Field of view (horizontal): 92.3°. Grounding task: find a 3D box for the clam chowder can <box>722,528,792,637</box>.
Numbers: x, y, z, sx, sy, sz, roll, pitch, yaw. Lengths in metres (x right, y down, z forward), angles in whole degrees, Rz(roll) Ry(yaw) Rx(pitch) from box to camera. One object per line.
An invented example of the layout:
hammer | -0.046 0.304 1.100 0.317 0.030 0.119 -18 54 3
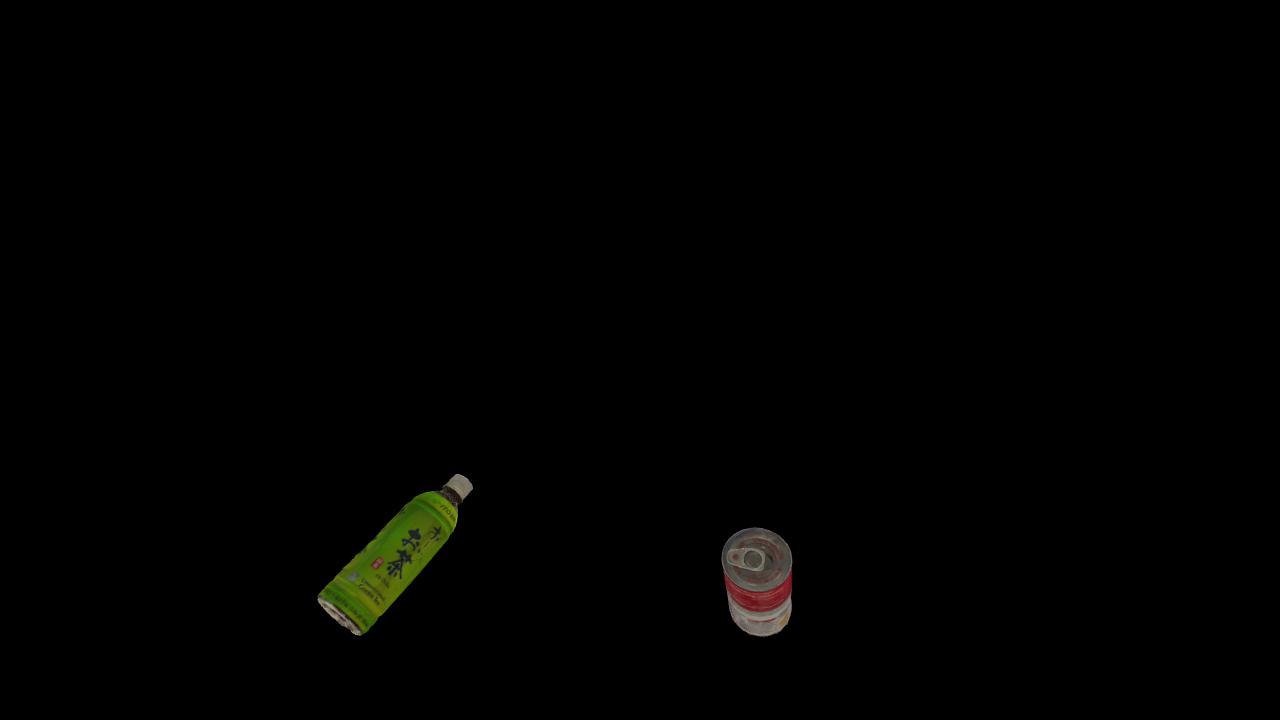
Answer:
clam chowder can | 0.120 0.227 0.623 0.068 0.102 0.068 -7 41 6

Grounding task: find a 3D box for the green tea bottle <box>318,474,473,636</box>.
green tea bottle | -0.286 0.225 0.753 0.073 0.073 0.212 0 36 36
